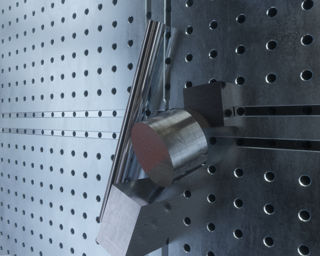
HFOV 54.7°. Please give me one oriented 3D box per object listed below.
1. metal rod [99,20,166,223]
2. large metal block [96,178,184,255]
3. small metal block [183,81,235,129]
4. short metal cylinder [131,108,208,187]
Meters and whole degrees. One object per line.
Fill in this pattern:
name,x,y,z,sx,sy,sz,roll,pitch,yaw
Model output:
metal rod,-0.042,0.001,0.442,0.025,0.025,0.298,25,105,37
large metal block,-0.024,0.113,0.392,0.050,0.081,0.079,28,107,36
small metal block,0.056,-0.025,0.362,0.050,0.025,0.050,-7,86,39
short metal cylinder,0.010,0.022,0.363,0.080,0.050,0.079,37,139,40
